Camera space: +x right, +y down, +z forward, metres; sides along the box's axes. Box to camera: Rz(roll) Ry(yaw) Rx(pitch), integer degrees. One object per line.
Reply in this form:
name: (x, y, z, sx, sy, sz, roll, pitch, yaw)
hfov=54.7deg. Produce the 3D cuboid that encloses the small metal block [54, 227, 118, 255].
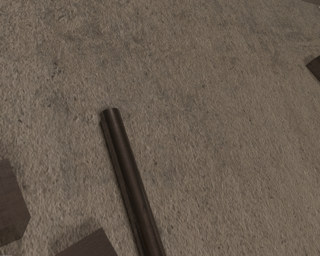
small metal block: (-0.067, 0.130, 0.289, 0.050, 0.025, 0.050, -24, 75, -37)

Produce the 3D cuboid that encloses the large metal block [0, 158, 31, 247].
large metal block: (-0.155, 0.073, 0.241, 0.081, 0.080, 0.050, -18, 71, -35)

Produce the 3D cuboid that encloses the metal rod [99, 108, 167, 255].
metal rod: (-0.014, 0.112, 0.328, 0.025, 0.025, 0.299, -7, 65, -32)

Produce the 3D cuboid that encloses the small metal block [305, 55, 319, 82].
small metal block: (0.357, -0.132, 0.681, 0.050, 0.025, 0.050, -28, 77, -38)
